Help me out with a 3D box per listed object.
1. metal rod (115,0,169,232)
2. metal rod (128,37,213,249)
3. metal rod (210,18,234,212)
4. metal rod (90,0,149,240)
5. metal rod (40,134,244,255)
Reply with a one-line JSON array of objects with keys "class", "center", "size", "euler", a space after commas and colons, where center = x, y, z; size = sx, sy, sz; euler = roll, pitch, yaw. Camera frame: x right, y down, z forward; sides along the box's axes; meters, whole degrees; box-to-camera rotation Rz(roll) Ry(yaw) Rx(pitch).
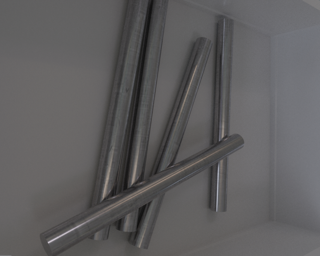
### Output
[{"class": "metal rod", "center": [-0.021, -0.025, 0.388], "size": [0.025, 0.025, 0.298], "euler": [13, 82, -39]}, {"class": "metal rod", "center": [0.019, 0.009, 0.422], "size": [0.025, 0.025, 0.299], "euler": [30, 71, -36]}, {"class": "metal rod", "center": [0.098, -0.021, 0.488], "size": [0.025, 0.025, 0.298], "euler": [5, 87, -40]}, {"class": "metal rod", "center": [-0.047, -0.024, 0.366], "size": [0.025, 0.025, 0.299], "euler": [15, 80, -39]}, {"class": "metal rod", "center": [0.006, 0.064, 0.377], "size": [0.302, 0.025, 0.025], "euler": [-22, 104, -38]}]
